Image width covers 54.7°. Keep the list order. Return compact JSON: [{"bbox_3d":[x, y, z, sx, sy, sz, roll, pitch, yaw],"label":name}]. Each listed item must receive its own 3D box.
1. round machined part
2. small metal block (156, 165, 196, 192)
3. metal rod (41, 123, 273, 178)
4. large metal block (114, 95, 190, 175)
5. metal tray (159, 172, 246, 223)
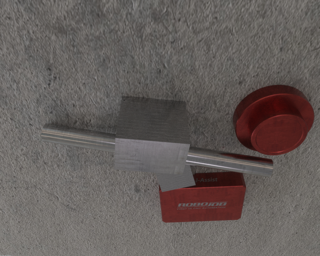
[{"bbox_3d":[0.146,-0.003,0.395,0.099,0.042,0.097,0,130,0],"label":"round machined part"},{"bbox_3d":[0.021,0.060,0.448,0.050,0.025,0.050,-14,107,11],"label":"small metal block"},{"bbox_3d":[-0.003,0.030,0.411,0.302,0.025,0.025,9,130,0],"label":"metal rod"},{"bbox_3d":[-0.010,0.007,0.377,0.081,0.080,0.050,5,130,-5],"label":"large metal block"},{"bbox_3d":[0.066,0.113,0.501,0.131,0.030,0.089,-3,130,2],"label":"metal tray"}]
